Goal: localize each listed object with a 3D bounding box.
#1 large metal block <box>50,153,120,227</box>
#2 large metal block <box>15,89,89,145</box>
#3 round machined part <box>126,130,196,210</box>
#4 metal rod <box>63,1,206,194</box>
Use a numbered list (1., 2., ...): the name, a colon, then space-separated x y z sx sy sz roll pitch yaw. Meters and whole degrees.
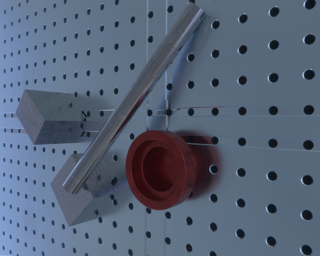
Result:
1. large metal block: -0.121 0.096 0.494 0.080 0.050 0.080 -49 61 29
2. large metal block: -0.183 -0.018 0.525 0.080 0.081 0.050 48 119 29
3. round machined part: 0.005 0.051 0.394 0.098 0.042 0.097 0 90 40
4. metal rod: -0.041 -0.029 0.409 0.025 0.025 0.299 46 107 30
